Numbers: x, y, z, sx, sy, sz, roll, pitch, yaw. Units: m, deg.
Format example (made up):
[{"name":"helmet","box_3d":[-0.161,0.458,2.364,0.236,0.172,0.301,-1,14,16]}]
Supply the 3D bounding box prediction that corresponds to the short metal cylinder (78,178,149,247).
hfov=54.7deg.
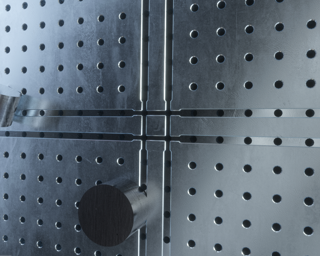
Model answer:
[{"name":"short metal cylinder","box_3d":[-0.062,0.112,0.420,0.080,0.050,0.079,0,90,19]}]

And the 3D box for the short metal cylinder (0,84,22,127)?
[{"name":"short metal cylinder","box_3d":[-0.262,-0.040,0.473,0.080,0.080,0.050,25,98,18]}]
